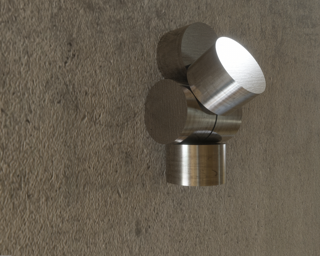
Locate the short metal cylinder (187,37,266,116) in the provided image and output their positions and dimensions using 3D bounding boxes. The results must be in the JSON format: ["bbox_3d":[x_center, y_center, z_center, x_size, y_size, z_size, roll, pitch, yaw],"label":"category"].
[{"bbox_3d":[0.080,-0.061,0.373,0.080,0.050,0.080,22,49,-28],"label":"short metal cylinder"}]

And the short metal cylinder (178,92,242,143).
[{"bbox_3d":[0.065,-0.019,0.426,0.050,0.080,0.079,0,90,-40],"label":"short metal cylinder"}]

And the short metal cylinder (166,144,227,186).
[{"bbox_3d":[0.048,0.045,0.413,0.081,0.080,0.050,0,90,-40],"label":"short metal cylinder"}]

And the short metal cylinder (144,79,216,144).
[{"bbox_3d":[0.024,-0.020,0.393,0.050,0.080,0.079,1,90,-41],"label":"short metal cylinder"}]

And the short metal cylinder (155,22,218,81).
[{"bbox_3d":[0.041,-0.099,0.427,0.081,0.050,0.079,0,90,-40],"label":"short metal cylinder"}]
